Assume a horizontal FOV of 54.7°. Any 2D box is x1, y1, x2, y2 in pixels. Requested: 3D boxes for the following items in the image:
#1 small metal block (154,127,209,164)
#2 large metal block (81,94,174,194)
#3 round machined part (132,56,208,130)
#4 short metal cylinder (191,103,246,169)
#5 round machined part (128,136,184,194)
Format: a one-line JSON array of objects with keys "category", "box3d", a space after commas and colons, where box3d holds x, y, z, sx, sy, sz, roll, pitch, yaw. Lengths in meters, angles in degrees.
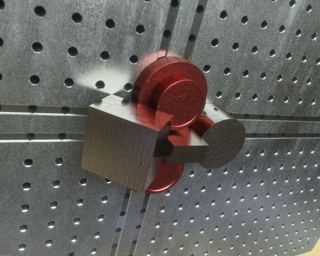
[{"category": "small metal block", "box3d": [0.025, 0.020, 0.392, 0.050, 0.050, 0.025, 1, 118, -29]}, {"category": "large metal block", "box3d": [-0.038, 0.016, 0.357, 0.050, 0.080, 0.079, -46, 153, -61]}, {"category": "round machined part", "box3d": [0.018, -0.036, 0.388, 0.099, 0.042, 0.097, -14, 124, -21]}, {"category": "short metal cylinder", "box3d": [0.073, 0.011, 0.440, 0.081, 0.050, 0.079, -14, 124, -21]}, {"category": "round machined part", "box3d": [-0.006, 0.052, 0.429, 0.099, 0.042, 0.097, -14, 124, -21]}]
